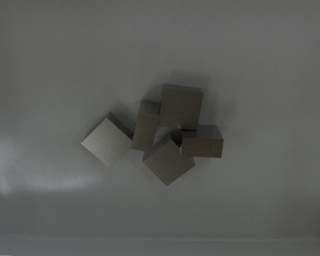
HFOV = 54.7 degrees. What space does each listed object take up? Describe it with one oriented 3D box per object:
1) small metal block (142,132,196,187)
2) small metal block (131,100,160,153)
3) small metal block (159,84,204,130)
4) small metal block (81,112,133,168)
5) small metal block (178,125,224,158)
[{"bbox_3d":[0.012,0.043,0.425,0.050,0.025,0.050,-39,106,12],"label":"small metal block"},{"bbox_3d":[-0.018,-0.003,0.394,0.025,0.050,0.050,12,110,-5],"label":"small metal block"},{"bbox_3d":[0.026,-0.027,0.400,0.050,0.025,0.050,6,110,-3],"label":"small metal block"},{"bbox_3d":[-0.068,0.016,0.414,0.050,0.025,0.050,-43,105,14],"label":"small metal block"},{"bbox_3d":[0.052,0.016,0.402,0.050,0.050,0.025,3,110,-2],"label":"small metal block"}]
